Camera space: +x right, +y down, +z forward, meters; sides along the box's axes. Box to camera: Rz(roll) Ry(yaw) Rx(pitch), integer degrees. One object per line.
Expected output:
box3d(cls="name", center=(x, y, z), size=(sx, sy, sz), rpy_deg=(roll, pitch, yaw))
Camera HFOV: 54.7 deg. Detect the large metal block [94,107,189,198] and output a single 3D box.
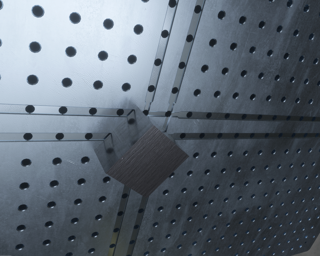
box3d(cls="large metal block", center=(-0.023, 0.033, 0.404), size=(0.080, 0.050, 0.080), rpy_deg=(-45, 130, 3))
